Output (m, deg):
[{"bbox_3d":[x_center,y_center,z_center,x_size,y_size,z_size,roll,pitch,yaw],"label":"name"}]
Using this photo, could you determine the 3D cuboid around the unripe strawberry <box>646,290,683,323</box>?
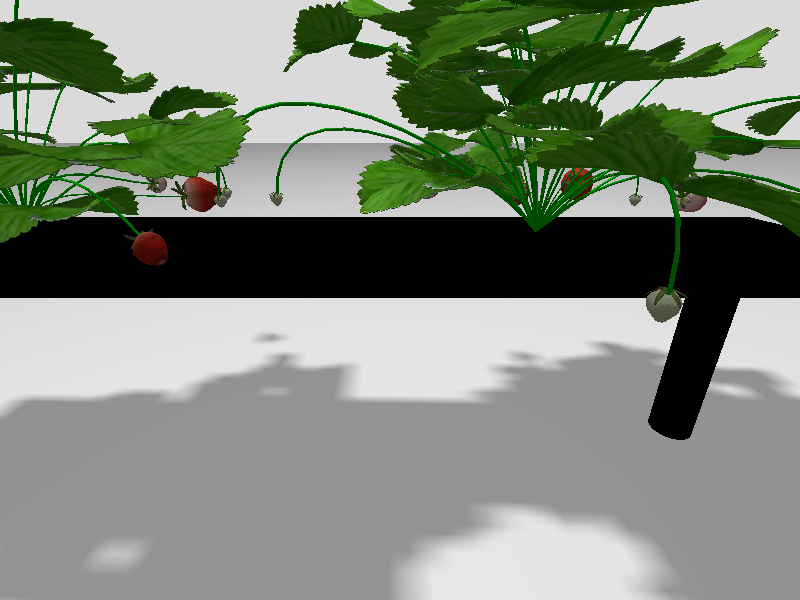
[{"bbox_3d":[0.115,0.003,0.176,0.013,0.014,0.014,1,23,1],"label":"unripe strawberry"}]

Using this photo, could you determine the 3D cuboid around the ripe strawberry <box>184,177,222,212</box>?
[{"bbox_3d":[-0.217,-0.117,0.443,0.039,0.038,0.036,-19,30,-39],"label":"ripe strawberry"}]

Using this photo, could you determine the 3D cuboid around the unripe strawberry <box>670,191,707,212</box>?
[{"bbox_3d":[0.311,-0.109,0.429,0.033,0.029,0.033,-2,22,-26],"label":"unripe strawberry"}]

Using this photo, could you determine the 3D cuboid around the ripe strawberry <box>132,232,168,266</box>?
[{"bbox_3d":[-0.160,-0.032,0.258,0.020,0.022,0.022,-34,-14,-52],"label":"ripe strawberry"}]

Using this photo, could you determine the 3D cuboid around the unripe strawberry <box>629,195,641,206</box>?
[{"bbox_3d":[0.256,-0.108,0.435,0.010,0.011,0.011,-15,27,-31],"label":"unripe strawberry"}]

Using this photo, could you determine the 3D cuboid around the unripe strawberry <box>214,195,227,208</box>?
[{"bbox_3d":[-0.148,-0.081,0.330,0.010,0.010,0.011,-1,23,-3],"label":"unripe strawberry"}]

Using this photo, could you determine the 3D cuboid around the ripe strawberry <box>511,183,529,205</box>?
[{"bbox_3d":[0.142,-0.130,0.486,0.027,0.028,0.029,3,23,8],"label":"ripe strawberry"}]

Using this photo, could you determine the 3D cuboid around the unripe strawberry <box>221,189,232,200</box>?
[{"bbox_3d":[-0.214,-0.130,0.493,0.013,0.014,0.014,16,28,34],"label":"unripe strawberry"}]

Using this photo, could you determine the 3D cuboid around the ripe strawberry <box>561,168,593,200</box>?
[{"bbox_3d":[0.229,-0.149,0.518,0.038,0.040,0.041,13,21,28],"label":"ripe strawberry"}]

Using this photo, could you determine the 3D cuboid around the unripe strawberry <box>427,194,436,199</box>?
[{"bbox_3d":[0.035,-0.145,0.516,0.033,0.029,0.030,-10,14,-23],"label":"unripe strawberry"}]

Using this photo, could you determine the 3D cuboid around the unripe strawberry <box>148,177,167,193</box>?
[{"bbox_3d":[-0.342,-0.166,0.567,0.025,0.028,0.027,-1,22,-3],"label":"unripe strawberry"}]

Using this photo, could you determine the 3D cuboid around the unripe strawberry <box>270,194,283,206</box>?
[{"bbox_3d":[-0.115,-0.094,0.374,0.011,0.011,0.010,3,23,7],"label":"unripe strawberry"}]
